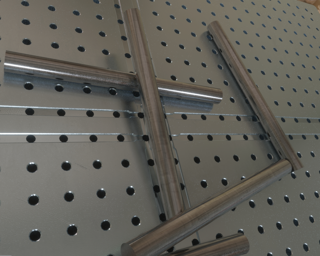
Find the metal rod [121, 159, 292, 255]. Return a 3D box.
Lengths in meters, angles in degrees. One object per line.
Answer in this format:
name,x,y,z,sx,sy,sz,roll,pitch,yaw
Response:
metal rod,0.082,0.087,0.377,0.302,0.025,0.025,-14,69,-42

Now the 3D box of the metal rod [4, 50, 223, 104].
metal rod,-0.044,-0.064,0.424,0.302,0.025,0.025,6,59,-26

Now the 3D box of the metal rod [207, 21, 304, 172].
metal rod,0.157,-0.063,0.533,0.025,0.025,0.299,-11,68,-33

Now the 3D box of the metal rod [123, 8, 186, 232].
metal rod,-0.008,-0.021,0.393,0.025,0.025,0.299,-3,71,-30

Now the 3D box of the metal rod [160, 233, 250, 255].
metal rod,-0.031,0.147,0.302,0.303,0.025,0.025,-3,63,-30
